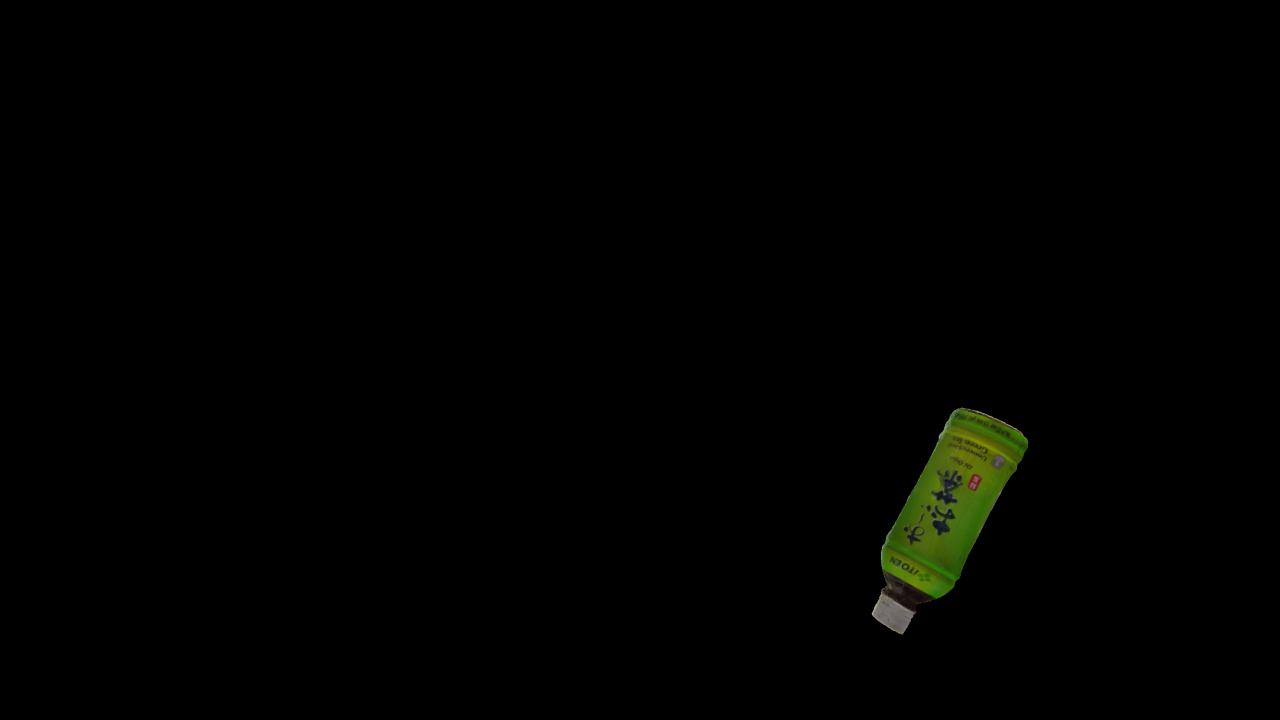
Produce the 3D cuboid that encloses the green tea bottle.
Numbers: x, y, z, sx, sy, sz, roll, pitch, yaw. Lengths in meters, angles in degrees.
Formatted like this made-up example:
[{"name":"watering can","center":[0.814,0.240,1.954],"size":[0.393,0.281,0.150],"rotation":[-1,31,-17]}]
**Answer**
[{"name":"green tea bottle","center":[0.278,0.151,0.568],"size":[0.073,0.212,0.073],"rotation":[28,-5,2]}]
